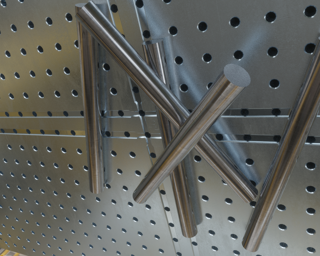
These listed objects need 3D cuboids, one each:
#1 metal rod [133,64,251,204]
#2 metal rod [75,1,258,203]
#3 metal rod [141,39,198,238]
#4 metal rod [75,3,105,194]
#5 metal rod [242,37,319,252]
[{"bbox_3d":[0.016,0.033,0.376,0.025,0.025,0.298,36,143,3],"label":"metal rod"},{"bbox_3d":[0.019,-0.018,0.362,0.025,0.025,0.300,-30,110,37],"label":"metal rod"},{"bbox_3d":[0.019,0.032,0.419,0.025,0.025,0.298,2,120,27],"label":"metal rod"},{"bbox_3d":[-0.097,-0.021,0.447,0.025,0.025,0.298,17,125,18],"label":"metal rod"},{"bbox_3d":[0.143,0.044,0.362,0.025,0.025,0.298,18,126,17],"label":"metal rod"}]
